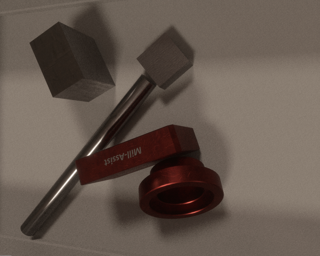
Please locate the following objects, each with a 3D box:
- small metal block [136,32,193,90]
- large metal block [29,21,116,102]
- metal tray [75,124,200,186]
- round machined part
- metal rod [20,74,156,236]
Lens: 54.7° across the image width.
[{"bbox_3d":[0.006,-0.087,0.406,0.050,0.025,0.050,-40,78,12],"label":"small metal block"},{"bbox_3d":[-0.115,-0.085,0.421,0.050,0.080,0.080,-28,81,18],"label":"large metal block"},{"bbox_3d":[-0.025,0.034,0.383,0.130,0.090,0.030,-21,80,18],"label":"metal tray"},{"bbox_3d":[0.023,0.070,0.373,0.098,0.098,0.042,-22,49,18],"label":"round machined part"},{"bbox_3d":[-0.110,0.047,0.447,0.025,0.025,0.299,44,103,14],"label":"metal rod"}]
